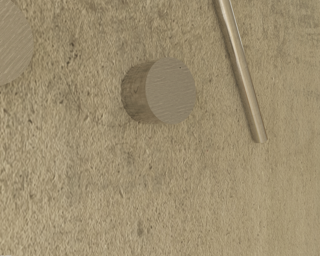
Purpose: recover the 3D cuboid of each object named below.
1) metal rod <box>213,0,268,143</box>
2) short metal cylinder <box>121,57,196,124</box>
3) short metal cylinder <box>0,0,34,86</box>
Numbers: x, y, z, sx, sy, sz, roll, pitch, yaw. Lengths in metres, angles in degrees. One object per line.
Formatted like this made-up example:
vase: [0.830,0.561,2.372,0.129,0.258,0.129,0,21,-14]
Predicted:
metal rod: [0.130,-0.112,0.512,0.025,0.025,0.299,-33,111,-35]
short metal cylinder: [-0.001,-0.044,0.387,0.081,0.050,0.080,0,90,-40]
short metal cylinder: [-0.155,-0.071,0.258,0.081,0.050,0.080,0,90,-40]
